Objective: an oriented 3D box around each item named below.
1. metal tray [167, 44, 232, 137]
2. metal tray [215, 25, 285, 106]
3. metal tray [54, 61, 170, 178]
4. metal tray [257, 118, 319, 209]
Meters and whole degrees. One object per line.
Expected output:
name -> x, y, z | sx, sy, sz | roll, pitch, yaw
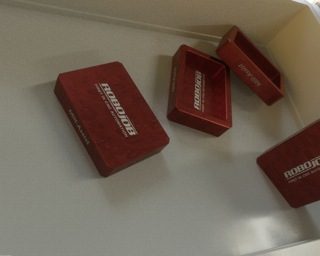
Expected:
metal tray -> 0.062, -0.059, 0.470 | 0.091, 0.030, 0.130 | 18, 55, -18
metal tray -> 0.156, -0.107, 0.526 | 0.130, 0.030, 0.090 | 42, 37, -9
metal tray -> -0.059, -0.016, 0.380 | 0.091, 0.030, 0.130 | -23, 74, -36
metal tray -> 0.206, 0.048, 0.420 | 0.030, 0.129, 0.090 | -28, 78, -37
